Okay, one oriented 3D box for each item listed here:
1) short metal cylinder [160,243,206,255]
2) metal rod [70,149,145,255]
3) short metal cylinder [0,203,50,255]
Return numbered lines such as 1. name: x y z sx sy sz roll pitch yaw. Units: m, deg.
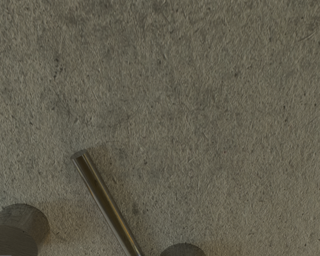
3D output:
1. short metal cylinder: 0.037 0.228 0.481 0.081 0.050 0.079 0 110 0
2. metal rod: -0.053 0.165 0.469 0.025 0.025 0.299 -21 109 7
3. short metal cylinder: -0.210 0.159 0.453 0.081 0.050 0.079 0 110 0
